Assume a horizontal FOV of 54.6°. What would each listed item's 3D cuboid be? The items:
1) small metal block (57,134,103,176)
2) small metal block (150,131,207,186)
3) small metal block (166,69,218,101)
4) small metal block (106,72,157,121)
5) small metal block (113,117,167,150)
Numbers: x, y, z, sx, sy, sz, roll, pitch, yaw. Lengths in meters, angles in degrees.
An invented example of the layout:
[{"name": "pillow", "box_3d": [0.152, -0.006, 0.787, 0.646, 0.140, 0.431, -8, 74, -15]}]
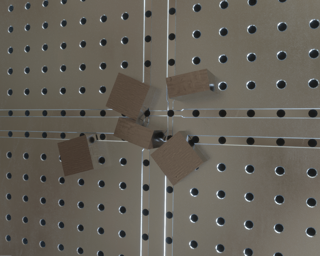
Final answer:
[{"name": "small metal block", "box_3d": [-0.117, 0.040, 0.455, 0.050, 0.025, 0.050, -16, 85, 19]}, {"name": "small metal block", "box_3d": [0.025, 0.039, 0.404, 0.050, 0.025, 0.050, -41, 77, 15]}, {"name": "small metal block", "box_3d": [0.041, -0.052, 0.385, 0.050, 0.050, 0.025, -10, 87, 20]}, {"name": "small metal block", "box_3d": [-0.039, -0.043, 0.427, 0.050, 0.025, 0.050, 25, 98, 18]}, {"name": "small metal block", "box_3d": [-0.025, 0.006, 0.408, 0.050, 0.050, 0.025, 21, 97, 19]}]
